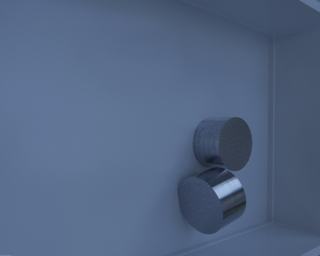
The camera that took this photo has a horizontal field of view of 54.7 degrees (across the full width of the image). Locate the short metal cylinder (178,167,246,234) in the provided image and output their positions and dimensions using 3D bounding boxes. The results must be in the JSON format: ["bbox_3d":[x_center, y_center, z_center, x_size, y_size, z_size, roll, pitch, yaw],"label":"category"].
[{"bbox_3d":[0.072,0.100,0.434,0.050,0.080,0.079,-14,99,-39],"label":"short metal cylinder"}]

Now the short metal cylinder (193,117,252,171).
[{"bbox_3d":[0.096,0.024,0.474,0.081,0.050,0.079,0,90,-40],"label":"short metal cylinder"}]
